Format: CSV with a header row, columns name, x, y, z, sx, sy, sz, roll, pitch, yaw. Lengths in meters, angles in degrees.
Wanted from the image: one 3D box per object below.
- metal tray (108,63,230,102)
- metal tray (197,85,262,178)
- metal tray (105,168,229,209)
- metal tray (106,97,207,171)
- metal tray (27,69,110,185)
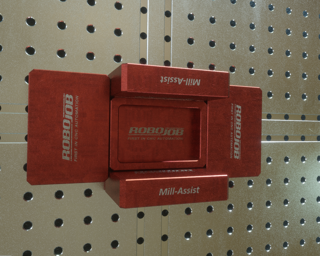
name,x,y,z,sx,sy,sz,roll,pitch,yaw
metal tray,0.007,-0.052,0.382,0.131,0.090,0.030,1,90,-20
metal tray,0.101,0.005,0.447,0.091,0.030,0.129,1,90,-21
metal tray,0.006,0.068,0.380,0.131,0.090,0.030,1,90,-20
metal tray,-0.003,0.008,0.407,0.131,0.030,0.089,1,90,-21
metal tray,-0.108,-0.001,0.370,0.091,0.030,0.129,1,90,-21
